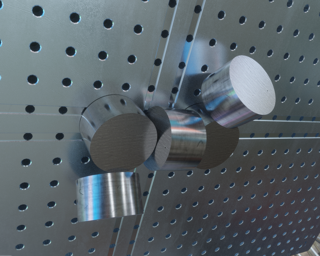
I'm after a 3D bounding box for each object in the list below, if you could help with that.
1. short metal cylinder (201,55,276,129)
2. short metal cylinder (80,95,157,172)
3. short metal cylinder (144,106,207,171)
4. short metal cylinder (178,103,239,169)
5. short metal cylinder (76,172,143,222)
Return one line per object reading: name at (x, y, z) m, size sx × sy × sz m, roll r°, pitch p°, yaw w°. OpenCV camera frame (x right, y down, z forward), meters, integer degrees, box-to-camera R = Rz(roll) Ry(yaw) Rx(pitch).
short metal cylinder at (0.100, -0.045, 0.396) m, size 0.081 × 0.080 × 0.050 m, roll 9°, pitch 156°, yaw -33°
short metal cylinder at (-0.050, 0.007, 0.372) m, size 0.081 × 0.050 × 0.079 m, roll -14°, pitch 125°, yaw -21°
short metal cylinder at (0.014, 0.014, 0.393) m, size 0.050 × 0.080 × 0.079 m, roll 5°, pitch 116°, yaw -31°
short metal cylinder at (0.064, 0.011, 0.438) m, size 0.081 × 0.050 × 0.079 m, roll -14°, pitch 125°, yaw -21°
short metal cylinder at (-0.063, 0.088, 0.389) m, size 0.081 × 0.050 × 0.080 m, roll -7°, pitch 164°, yaw -2°
